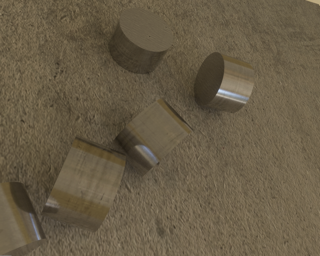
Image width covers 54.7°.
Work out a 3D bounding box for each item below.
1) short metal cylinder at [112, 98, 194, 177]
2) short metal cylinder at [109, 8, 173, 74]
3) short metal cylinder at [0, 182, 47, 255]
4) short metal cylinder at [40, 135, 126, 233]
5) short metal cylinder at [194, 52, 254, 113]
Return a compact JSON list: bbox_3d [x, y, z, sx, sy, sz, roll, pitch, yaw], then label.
[{"bbox_3d":[-0.008,0.011,0.357,0.050,0.080,0.080,47,51,4],"label":"short metal cylinder"},{"bbox_3d":[-0.028,-0.126,0.449,0.081,0.050,0.080,14,56,-21],"label":"short metal cylinder"},{"bbox_3d":[-0.138,0.084,0.243,0.081,0.080,0.050,-19,72,-35],"label":"short metal cylinder"},{"bbox_3d":[-0.073,0.053,0.297,0.050,0.080,0.080,24,53,-14],"label":"short metal cylinder"},{"bbox_3d":[0.093,-0.066,0.458,0.050,0.080,0.080,13,57,-22],"label":"short metal cylinder"}]
